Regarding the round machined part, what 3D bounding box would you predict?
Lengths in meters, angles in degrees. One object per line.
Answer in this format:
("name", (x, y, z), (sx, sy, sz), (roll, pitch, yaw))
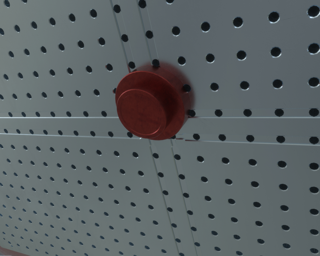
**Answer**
("round machined part", (-0.015, -0.025, 0.393), (0.098, 0.042, 0.097), (13, 124, 21))
